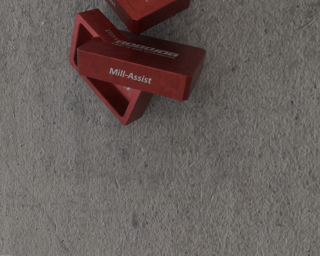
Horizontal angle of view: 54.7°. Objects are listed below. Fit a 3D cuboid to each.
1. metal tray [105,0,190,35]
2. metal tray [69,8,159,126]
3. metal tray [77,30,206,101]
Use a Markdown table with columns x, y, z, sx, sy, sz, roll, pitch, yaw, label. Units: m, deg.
| x | y | z | sx | sy | sz | roll | pitch | yaw | label |
| --- | --- | --- | --- | --- | --- | --- | --- | --- | --- |
| -0.032 | -0.191 | 0.394 | 0.090 | 0.030 | 0.130 | -34 | 78 | -16 | metal tray |
| -0.064 | -0.077 | 0.402 | 0.130 | 0.030 | 0.089 | 48 | 143 | 13 | metal tray |
| -0.019 | -0.079 | 0.367 | 0.131 | 0.090 | 0.030 | 16 | 125 | 10 | metal tray |
